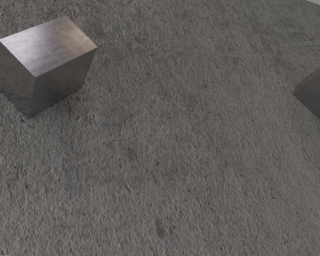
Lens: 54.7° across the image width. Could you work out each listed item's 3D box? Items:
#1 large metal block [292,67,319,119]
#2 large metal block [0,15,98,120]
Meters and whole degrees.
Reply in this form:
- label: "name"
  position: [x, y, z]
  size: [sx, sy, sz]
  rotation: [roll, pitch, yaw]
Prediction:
- label: "large metal block"
  position: [0.314, -0.070, 0.580]
  size: [0.080, 0.080, 0.050]
  rotation: [44, 51, 2]
- label: "large metal block"
  position: [-0.125, -0.066, 0.341]
  size: [0.050, 0.080, 0.080]
  rotation: [46, 51, 3]
